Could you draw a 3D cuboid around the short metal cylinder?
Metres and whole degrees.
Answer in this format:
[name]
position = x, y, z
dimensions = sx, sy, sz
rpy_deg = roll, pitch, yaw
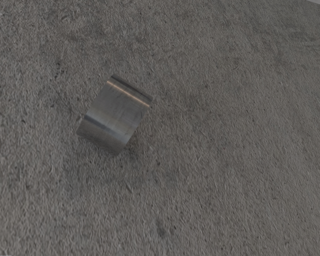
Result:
[short metal cylinder]
position = -0.050, -0.014, 0.350
dimensions = 0.050, 0.080, 0.080
rpy_deg = 32, 52, -8
